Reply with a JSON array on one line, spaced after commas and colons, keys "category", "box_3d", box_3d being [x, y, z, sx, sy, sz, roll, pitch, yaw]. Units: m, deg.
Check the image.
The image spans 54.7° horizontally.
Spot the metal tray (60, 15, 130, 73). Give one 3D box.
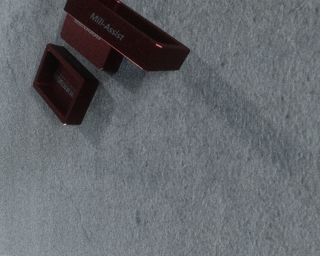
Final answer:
[{"category": "metal tray", "box_3d": [-0.098, -0.155, 0.480, 0.130, 0.030, 0.089, 41, 114, 32]}]

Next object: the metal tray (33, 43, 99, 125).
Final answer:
[{"category": "metal tray", "box_3d": [-0.167, -0.076, 0.535, 0.130, 0.030, 0.089, 43, 116, 31]}]

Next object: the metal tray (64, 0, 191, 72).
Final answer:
[{"category": "metal tray", "box_3d": [-0.036, -0.116, 0.368, 0.130, 0.090, 0.030, 39, 115, 15]}]
